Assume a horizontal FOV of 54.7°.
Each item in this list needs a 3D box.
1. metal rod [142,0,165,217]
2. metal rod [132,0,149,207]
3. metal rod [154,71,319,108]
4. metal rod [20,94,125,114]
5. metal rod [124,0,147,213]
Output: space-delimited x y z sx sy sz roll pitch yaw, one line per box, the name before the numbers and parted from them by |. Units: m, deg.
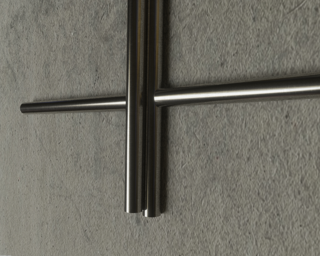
metal rod | -0.009 -0.033 0.413 0.025 0.025 0.298 2 91 39
metal rod | -0.028 -0.039 0.428 0.025 0.025 0.298 2 91 39
metal rod | 0.117 -0.040 0.309 0.300 0.025 0.025 0 90 39
metal rod | -0.154 -0.038 0.530 0.300 0.025 0.025 1 91 39
metal rod | -0.032 -0.041 0.405 0.025 0.025 0.298 2 91 39
